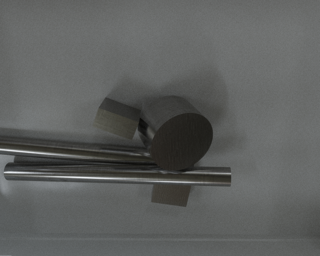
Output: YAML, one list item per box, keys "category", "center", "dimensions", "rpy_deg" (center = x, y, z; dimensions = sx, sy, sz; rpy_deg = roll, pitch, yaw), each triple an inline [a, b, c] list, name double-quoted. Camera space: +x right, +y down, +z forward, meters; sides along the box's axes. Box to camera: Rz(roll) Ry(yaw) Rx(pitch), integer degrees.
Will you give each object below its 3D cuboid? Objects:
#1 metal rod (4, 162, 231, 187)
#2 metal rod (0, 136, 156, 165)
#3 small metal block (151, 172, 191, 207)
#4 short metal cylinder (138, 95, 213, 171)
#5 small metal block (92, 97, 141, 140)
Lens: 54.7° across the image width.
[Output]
- category: "metal rod"
  center: [-0.060, 0.061, 0.414]
  dimensions: [0.302, 0.025, 0.025]
  rpy_deg: [0, 110, 7]
- category: "metal rod"
  center: [-0.105, 0.033, 0.422]
  dimensions: [0.302, 0.025, 0.025]
  rpy_deg: [5, 110, -3]
- category: "small metal block"
  center: [0.017, 0.081, 0.442]
  dimensions: [0.050, 0.025, 0.050]
  rpy_deg: [9, 110, -4]
- category: "short metal cylinder"
  center: [0.018, 0.006, 0.386]
  dimensions: [0.081, 0.050, 0.079]
  rpy_deg: [-11, 123, -18]
- category: "small metal block"
  center: [-0.053, -0.013, 0.393]
  dimensions: [0.050, 0.050, 0.025]
  rpy_deg: [20, 109, -7]
